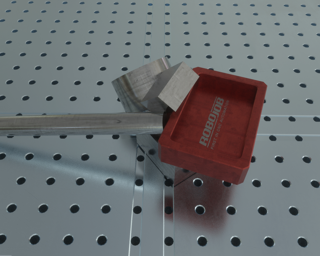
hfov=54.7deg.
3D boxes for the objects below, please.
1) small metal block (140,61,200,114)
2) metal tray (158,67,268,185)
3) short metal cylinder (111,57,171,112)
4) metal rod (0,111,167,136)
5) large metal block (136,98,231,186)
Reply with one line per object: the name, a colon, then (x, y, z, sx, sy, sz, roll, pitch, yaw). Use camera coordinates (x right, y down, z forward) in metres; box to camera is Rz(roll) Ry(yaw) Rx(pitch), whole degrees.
small metal block: (0.010, -0.043, 0.350, 0.025, 0.050, 0.050, 40, 72, -18)
metal tray: (0.062, -0.009, 0.344, 0.090, 0.030, 0.130, 16, 51, 13)
short metal cylinder: (-0.017, -0.054, 0.409, 0.081, 0.080, 0.050, -28, 99, -22)
metal rod: (-0.141, -0.003, 0.370, 0.301, 0.025, 0.025, -1, 49, 13)
large metal block: (0.026, 0.010, 0.381, 0.081, 0.050, 0.080, -28, 56, -22)
